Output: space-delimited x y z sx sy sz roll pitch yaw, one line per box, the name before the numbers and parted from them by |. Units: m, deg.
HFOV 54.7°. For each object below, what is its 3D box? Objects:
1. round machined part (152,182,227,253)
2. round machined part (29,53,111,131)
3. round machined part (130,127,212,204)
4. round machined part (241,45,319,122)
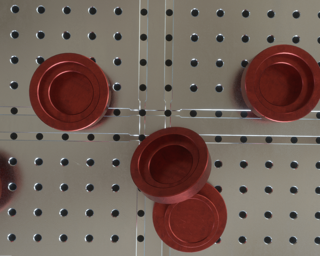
round machined part | 0.039 0.115 0.406 0.099 0.042 0.097 0 90 -1
round machined part | -0.113 -0.044 0.403 0.099 0.042 0.097 0 90 -1
round machined part | 0.016 0.050 0.389 0.098 0.042 0.098 -11 50 14
round machined part | 0.155 -0.056 0.407 0.099 0.042 0.097 0 90 -1
